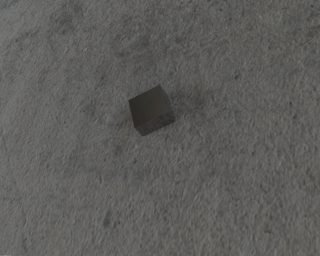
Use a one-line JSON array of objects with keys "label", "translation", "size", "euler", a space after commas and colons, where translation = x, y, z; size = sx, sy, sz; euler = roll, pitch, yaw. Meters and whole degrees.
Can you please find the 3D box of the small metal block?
[{"label": "small metal block", "translation": [-0.011, -0.024, 0.423], "size": [0.050, 0.025, 0.050], "euler": [-25, 53, 12]}]
